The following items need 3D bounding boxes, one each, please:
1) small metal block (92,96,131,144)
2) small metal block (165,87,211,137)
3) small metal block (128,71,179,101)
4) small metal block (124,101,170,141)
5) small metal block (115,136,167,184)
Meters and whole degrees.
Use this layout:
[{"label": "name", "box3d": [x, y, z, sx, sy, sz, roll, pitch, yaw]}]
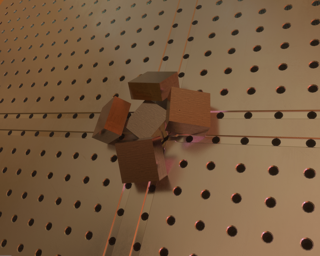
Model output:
[{"label": "small metal block", "box3d": [-0.068, -0.010, 0.434, 0.050, 0.025, 0.050, -28, 42, 56]}, {"label": "small metal block", "box3d": [0.035, -0.020, 0.386, 0.050, 0.025, 0.050, 9, 60, -7]}, {"label": "small metal block", "box3d": [-0.008, -0.059, 0.431, 0.050, 0.025, 0.050, 6, 29, 31]}, {"label": "small metal block", "box3d": [-0.013, -0.006, 0.416, 0.050, 0.025, 0.050, -49, 52, -7]}, {"label": "small metal block", "box3d": [-0.023, 0.039, 0.379, 0.050, 0.025, 0.050, -9, 94, 23]}]
